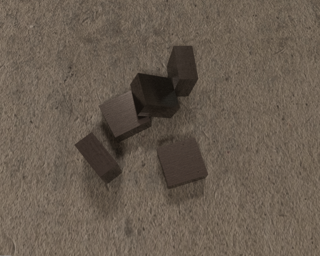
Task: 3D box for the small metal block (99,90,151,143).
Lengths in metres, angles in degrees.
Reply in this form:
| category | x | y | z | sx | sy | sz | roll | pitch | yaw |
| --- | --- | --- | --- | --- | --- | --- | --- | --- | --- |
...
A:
| category | x | y | z | sx | sy | sz | roll | pitch | yaw |
| --- | --- | --- | --- | --- | --- | --- | --- | --- | --- |
| small metal block | -0.046 | -0.016 | 0.413 | 0.050 | 0.025 | 0.050 | -27 | 73 | -10 |

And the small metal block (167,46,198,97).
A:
| category | x | y | z | sx | sy | sz | roll | pitch | yaw |
| --- | --- | --- | --- | --- | --- | --- | --- | --- | --- |
| small metal block | 0.029 | -0.076 | 0.421 | 0.025 | 0.050 | 0.050 | -3 | 70 | -12 |

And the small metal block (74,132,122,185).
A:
| category | x | y | z | sx | sy | sz | roll | pitch | yaw |
| --- | --- | --- | --- | --- | --- | --- | --- | --- | --- |
| small metal block | -0.074 | 0.038 | 0.380 | 0.025 | 0.050 | 0.050 | -38 | 75 | -13 |

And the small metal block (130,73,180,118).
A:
| category | x | y | z | sx | sy | sz | roll | pitch | yaw |
| --- | --- | --- | --- | --- | --- | --- | --- | --- | --- |
| small metal block | -0.007 | -0.042 | 0.408 | 0.050 | 0.025 | 0.050 | 3 | 57 | -31 |

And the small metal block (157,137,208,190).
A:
| category | x | y | z | sx | sy | sz | roll | pitch | yaw |
| --- | --- | --- | --- | --- | --- | --- | --- | --- | --- |
| small metal block | 0.027 | 0.045 | 0.392 | 0.050 | 0.025 | 0.050 | -16 | 71 | -6 |
